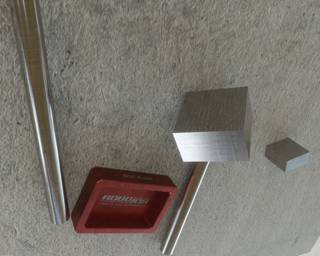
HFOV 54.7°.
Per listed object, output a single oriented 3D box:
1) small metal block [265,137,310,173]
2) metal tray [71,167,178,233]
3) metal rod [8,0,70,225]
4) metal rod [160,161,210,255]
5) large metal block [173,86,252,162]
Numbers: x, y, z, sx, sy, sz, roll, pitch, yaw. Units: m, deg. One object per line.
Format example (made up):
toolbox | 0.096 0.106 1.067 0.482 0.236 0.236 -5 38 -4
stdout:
small metal block | 0.223 0.046 0.544 0.050 0.050 0.025 -17 126 -19
metal tray | -0.049 0.107 0.444 0.131 0.030 0.089 13 112 -34
metal rod | -0.125 -0.010 0.332 0.025 0.025 0.298 -11 124 -23
metal rod | 0.053 0.085 0.490 0.025 0.025 0.298 3 117 -30
large metal block | 0.069 -0.005 0.387 0.080 0.080 0.050 -3 132 22
